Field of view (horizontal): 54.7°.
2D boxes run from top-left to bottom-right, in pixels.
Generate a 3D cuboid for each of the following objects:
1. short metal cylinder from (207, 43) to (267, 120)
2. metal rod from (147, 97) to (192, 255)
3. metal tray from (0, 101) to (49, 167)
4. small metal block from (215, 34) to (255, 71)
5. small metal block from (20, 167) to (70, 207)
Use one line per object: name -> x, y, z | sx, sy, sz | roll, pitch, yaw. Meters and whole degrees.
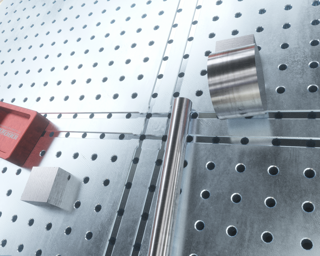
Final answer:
short metal cylinder -> 0.091, -0.052, 0.357 | 0.050, 0.080, 0.080 | -8, 58, 24
metal rod -> 0.006, 0.097, 0.344 | 0.025, 0.025, 0.299 | -4, 60, 26
metal tray -> -0.264, 0.006, 0.536 | 0.130, 0.030, 0.090 | 13, 68, 33
small metal block -> 0.101, -0.093, 0.412 | 0.050, 0.025, 0.050 | -5, 60, 25
small metal block -> -0.162, 0.083, 0.440 | 0.050, 0.025, 0.050 | -3, 60, 26
